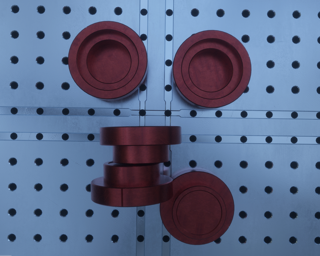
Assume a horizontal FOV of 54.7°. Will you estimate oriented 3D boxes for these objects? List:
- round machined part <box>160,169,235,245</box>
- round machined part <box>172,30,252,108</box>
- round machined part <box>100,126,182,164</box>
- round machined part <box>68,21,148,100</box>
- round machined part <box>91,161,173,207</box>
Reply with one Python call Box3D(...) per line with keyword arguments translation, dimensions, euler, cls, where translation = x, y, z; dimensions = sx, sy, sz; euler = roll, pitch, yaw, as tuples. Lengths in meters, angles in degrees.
Box3D(translation=(0.049, 0.105, 0.406), dimensions=(0.099, 0.042, 0.097), euler=(0, 90, -1), cls="round machined part")
Box3D(translation=(0.065, -0.074, 0.406), dimensions=(0.099, 0.042, 0.097), euler=(0, 90, -1), cls="round machined part")
Box3D(translation=(-0.023, 0.020, 0.376), dimensions=(0.099, 0.098, 0.042), euler=(-1, 89, -1), cls="round machined part")
Box3D(translation=(-0.065, -0.084, 0.404), dimensions=(0.099, 0.042, 0.097), euler=(0, 90, -1), cls="round machined part")
Box3D(translation=(-0.034, 0.062, 0.376), dimensions=(0.099, 0.098, 0.042), euler=(-1, 91, -1), cls="round machined part")
